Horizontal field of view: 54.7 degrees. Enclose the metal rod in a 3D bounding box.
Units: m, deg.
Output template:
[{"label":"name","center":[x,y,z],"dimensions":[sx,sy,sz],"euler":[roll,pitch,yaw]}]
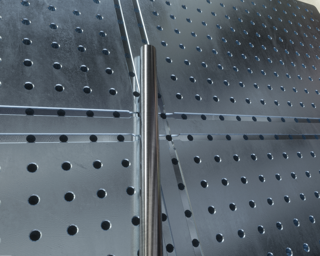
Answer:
[{"label":"metal rod","center":[-0.014,0.011,0.395],"dimensions":[0.025,0.025,0.299],"euler":[12,57,-22]}]
